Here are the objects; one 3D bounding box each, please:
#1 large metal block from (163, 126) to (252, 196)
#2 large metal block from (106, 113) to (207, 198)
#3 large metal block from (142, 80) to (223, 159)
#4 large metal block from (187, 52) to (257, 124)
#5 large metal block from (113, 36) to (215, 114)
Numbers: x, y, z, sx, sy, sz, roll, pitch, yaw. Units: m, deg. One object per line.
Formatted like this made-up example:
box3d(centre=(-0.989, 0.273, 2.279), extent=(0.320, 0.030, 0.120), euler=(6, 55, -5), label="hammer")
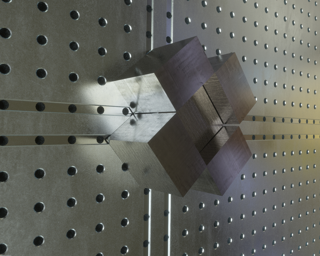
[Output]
box3d(centre=(0.066, 0.041, 0.429), extent=(0.080, 0.080, 0.050), euler=(-44, 117, -31), label="large metal block")
box3d(centre=(-0.004, 0.030, 0.368), extent=(0.050, 0.080, 0.080), euler=(-46, 118, -30), label="large metal block")
box3d(centre=(0.027, -0.011, 0.413), extent=(0.080, 0.050, 0.080), euler=(-45, 116, -28), label="large metal block")
box3d(centre=(0.075, -0.052, 0.435), extent=(0.050, 0.080, 0.080), euler=(-46, 118, -30), label="large metal block")
box3d(centre=(0.005, -0.062, 0.376), extent=(0.080, 0.080, 0.050), euler=(-46, 118, -30), label="large metal block")
